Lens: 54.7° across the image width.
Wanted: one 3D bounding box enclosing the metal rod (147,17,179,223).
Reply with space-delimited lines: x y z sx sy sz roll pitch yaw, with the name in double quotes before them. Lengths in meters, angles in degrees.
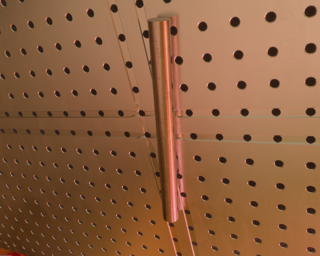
"metal rod" 0.008 0.010 0.411 0.025 0.025 0.298 10 123 22
